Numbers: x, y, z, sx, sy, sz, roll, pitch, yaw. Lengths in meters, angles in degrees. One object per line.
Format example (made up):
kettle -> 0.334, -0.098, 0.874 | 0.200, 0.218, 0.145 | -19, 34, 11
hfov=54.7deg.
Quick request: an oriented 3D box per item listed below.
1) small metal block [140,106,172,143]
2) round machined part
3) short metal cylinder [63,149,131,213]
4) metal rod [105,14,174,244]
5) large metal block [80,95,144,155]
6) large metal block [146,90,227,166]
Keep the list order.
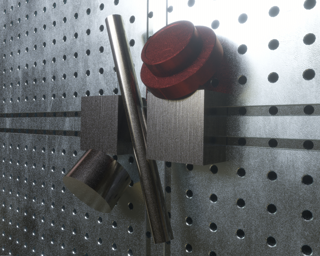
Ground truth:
small metal block -> -0.011, -0.004, 0.420 | 0.050, 0.025, 0.050 | 1, 91, 40
round machined part -> 0.018, -0.083, 0.352 | 0.098, 0.042, 0.098 | -22, 44, 23
short metal cylinder -> -0.088, 0.076, 0.438 | 0.080, 0.050, 0.080 | 23, 145, 18
metal rod -> -0.029, -0.007, 0.400 | 0.025, 0.025, 0.299 | -22, 76, 38
large metal block -> -0.070, -0.005, 0.452 | 0.080, 0.050, 0.079 | 3, 92, 40
large metal block -> 0.031, -0.001, 0.368 | 0.080, 0.050, 0.079 | 1, 91, 40
